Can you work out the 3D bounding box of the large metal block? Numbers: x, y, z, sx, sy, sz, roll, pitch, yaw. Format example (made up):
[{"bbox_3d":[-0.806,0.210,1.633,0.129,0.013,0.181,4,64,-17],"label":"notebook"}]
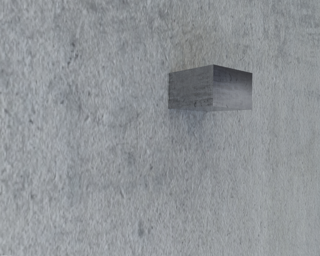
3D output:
[{"bbox_3d":[0.068,-0.051,0.425,0.081,0.080,0.050,1,89,-40],"label":"large metal block"}]
